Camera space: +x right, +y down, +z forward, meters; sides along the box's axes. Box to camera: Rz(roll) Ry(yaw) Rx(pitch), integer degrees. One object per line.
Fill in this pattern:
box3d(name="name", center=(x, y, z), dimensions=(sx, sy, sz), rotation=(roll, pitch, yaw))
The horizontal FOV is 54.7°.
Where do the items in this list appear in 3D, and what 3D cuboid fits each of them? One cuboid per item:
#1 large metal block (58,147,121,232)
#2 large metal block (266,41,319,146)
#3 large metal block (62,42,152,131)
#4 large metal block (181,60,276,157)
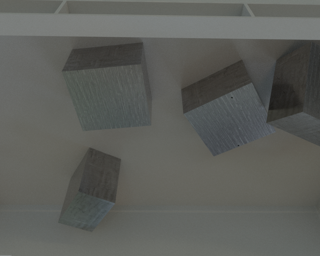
box3d(name="large metal block", center=(-0.100, 0.089, 0.448), dimensions=(0.050, 0.080, 0.080), rotation=(24, 126, -19))
box3d(name="large metal block", center=(0.170, -0.033, 0.337), dimensions=(0.080, 0.080, 0.050), rotation=(21, 161, -17))
box3d(name="large metal block", center=(-0.054, -0.046, 0.353), dimensions=(0.080, 0.050, 0.080), rotation=(-5, 130, 4))
box3d(name="large metal block", center=(0.082, -0.022, 0.375), dimensions=(0.080, 0.050, 0.080), rotation=(-25, 126, 19))
